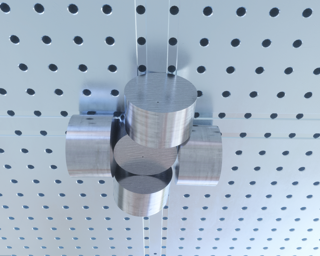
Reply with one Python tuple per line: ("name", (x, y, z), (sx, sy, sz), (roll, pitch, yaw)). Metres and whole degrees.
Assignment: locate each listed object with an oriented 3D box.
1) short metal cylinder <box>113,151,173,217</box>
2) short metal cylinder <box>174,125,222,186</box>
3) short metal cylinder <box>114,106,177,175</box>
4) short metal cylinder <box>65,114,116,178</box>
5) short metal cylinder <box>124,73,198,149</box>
("short metal cylinder", (-0.025, 0.077, 0.439), (0.081, 0.080, 0.050), (5, 130, -4))
("short metal cylinder", (0.047, 0.035, 0.406), (0.050, 0.080, 0.079), (3, 130, -3))
("short metal cylinder", (-0.019, 0.017, 0.410), (0.081, 0.050, 0.079), (-1, 130, -1))
("short metal cylinder", (-0.084, 0.023, 0.394), (0.050, 0.080, 0.079), (1, 130, -2))
("short metal cylinder", (0.000, -0.022, 0.356), (0.081, 0.080, 0.050), (2, 130, -2))
